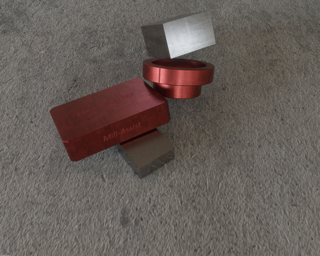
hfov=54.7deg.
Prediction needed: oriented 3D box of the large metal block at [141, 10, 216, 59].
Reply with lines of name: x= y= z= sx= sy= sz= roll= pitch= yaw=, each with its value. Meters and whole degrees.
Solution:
large metal block: x=0.027 y=-0.147 z=0.488 sx=0.081 sy=0.050 sz=0.080 roll=-23 pitch=23 yaw=-20

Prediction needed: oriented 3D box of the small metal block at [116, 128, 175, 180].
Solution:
small metal block: x=-0.018 y=0.027 z=0.381 sx=0.050 sy=0.025 sz=0.050 roll=-29 pitch=56 yaw=-23

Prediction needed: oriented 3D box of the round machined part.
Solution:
round machined part: x=0.025 y=-0.069 z=0.433 sx=0.099 sy=0.042 sz=0.098 roll=3 pitch=21 yaw=-1

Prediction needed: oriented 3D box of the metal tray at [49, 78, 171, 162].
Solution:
metal tray: x=-0.064 y=-0.016 z=0.395 sx=0.131 sy=0.030 sz=0.090 roll=-23 pitch=37 yaw=-17
